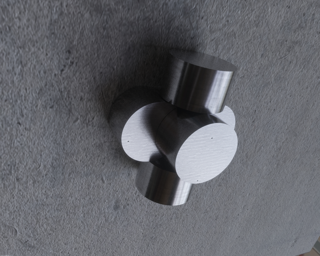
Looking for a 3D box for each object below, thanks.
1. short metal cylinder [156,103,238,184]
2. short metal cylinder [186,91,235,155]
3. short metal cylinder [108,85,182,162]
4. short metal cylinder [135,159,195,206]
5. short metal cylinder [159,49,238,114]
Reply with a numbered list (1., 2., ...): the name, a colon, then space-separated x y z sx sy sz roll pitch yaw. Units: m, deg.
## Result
1. short metal cylinder: 0.042 0.018 0.362 0.081 0.050 0.079 -14 125 -21
2. short metal cylinder: 0.053 -0.007 0.419 0.081 0.050 0.079 -14 125 -21
3. short metal cylinder: -0.017 -0.006 0.380 0.081 0.050 0.079 -14 125 -21
4. short metal cylinder: 0.011 0.058 0.417 0.081 0.080 0.050 0 118 -29
5. short metal cylinder: 0.044 -0.057 0.364 0.081 0.080 0.050 0 119 -29
